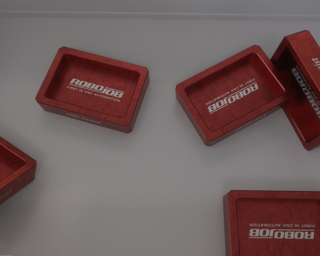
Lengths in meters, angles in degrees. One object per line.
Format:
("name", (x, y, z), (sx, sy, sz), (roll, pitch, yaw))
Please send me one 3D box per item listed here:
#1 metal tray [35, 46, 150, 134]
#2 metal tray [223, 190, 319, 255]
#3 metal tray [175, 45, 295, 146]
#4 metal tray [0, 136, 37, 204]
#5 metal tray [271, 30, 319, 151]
("metal tray", (-0.089, -0.053, 0.425), (0.131, 0.030, 0.090), (15, 71, 5))
("metal tray", (0.144, 0.121, 0.363), (0.131, 0.030, 0.090), (1, 70, 0))
("metal tray", (0.098, -0.044, 0.417), (0.131, 0.030, 0.090), (-28, 72, -5))
("metal tray", (-0.218, 0.058, 0.344), (0.090, 0.030, 0.131), (31, 35, 10))
("metal tray", (0.186, -0.045, 0.392), (0.030, 0.090, 0.130), (-20, 71, -7))
